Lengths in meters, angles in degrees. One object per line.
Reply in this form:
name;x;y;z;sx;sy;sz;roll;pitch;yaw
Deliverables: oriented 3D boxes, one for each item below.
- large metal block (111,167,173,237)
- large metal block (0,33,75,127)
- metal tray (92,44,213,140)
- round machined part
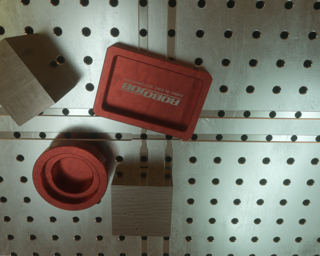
large metal block;-0.024;0.104;0.438;0.081;0.050;0.079;2;110;-1
large metal block;-0.154;-0.059;0.361;0.050;0.080;0.080;-31;107;11
metal tray;-0.010;-0.045;0.393;0.131;0.030;0.089;16;109;-6
round machined part;-0.118;0.061;0.426;0.099;0.042;0.097;0;110;0
